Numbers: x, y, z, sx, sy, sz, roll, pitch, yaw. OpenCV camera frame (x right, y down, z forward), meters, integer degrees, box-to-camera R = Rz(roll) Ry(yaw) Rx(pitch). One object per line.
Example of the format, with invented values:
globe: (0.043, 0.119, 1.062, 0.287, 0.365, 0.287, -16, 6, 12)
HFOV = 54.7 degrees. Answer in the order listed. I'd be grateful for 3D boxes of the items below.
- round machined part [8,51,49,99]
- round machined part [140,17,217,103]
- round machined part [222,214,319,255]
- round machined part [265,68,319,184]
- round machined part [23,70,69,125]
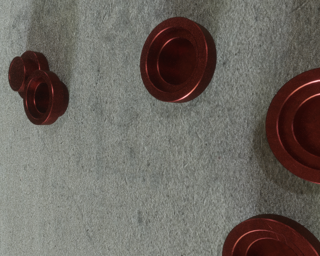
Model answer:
round machined part: (-0.264, -0.104, 0.612, 0.098, 0.042, 0.097, 0, 90, 40)
round machined part: (0.026, -0.079, 0.373, 0.098, 0.042, 0.097, 0, 90, 40)
round machined part: (0.114, 0.132, 0.300, 0.098, 0.042, 0.097, 0, 90, 40)
round machined part: (0.148, -0.002, 0.271, 0.098, 0.042, 0.097, 0, 90, 40)
round machined part: (-0.203, -0.054, 0.560, 0.098, 0.042, 0.097, 1, 91, 38)
